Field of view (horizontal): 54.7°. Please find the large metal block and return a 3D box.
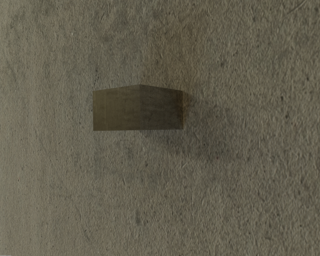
[{"bbox_3d":[-0.027,-0.022,0.391,0.080,0.081,0.050,-1,89,39],"label":"large metal block"}]
